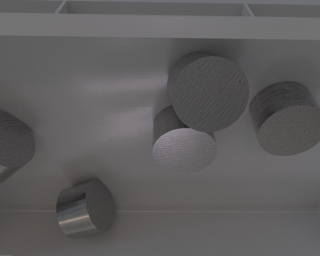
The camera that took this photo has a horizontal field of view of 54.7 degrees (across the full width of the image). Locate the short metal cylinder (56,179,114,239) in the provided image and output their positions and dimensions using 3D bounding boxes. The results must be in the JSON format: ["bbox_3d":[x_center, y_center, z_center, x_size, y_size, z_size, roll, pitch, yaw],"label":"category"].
[{"bbox_3d":[-0.113,0.125,0.478,0.050,0.080,0.080,-19,128,15],"label":"short metal cylinder"}]

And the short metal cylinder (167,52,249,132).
[{"bbox_3d":[0.050,-0.041,0.341,0.081,0.050,0.079,-2,109,-5],"label":"short metal cylinder"}]

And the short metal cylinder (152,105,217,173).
[{"bbox_3d":[0.031,0.014,0.405,0.081,0.050,0.079,0,131,0],"label":"short metal cylinder"}]

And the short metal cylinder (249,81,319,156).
[{"bbox_3d":[0.156,-0.011,0.385,0.081,0.050,0.079,0,130,0],"label":"short metal cylinder"}]

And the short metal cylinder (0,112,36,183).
[{"bbox_3d":[-0.209,0.025,0.392,0.050,0.080,0.080,-34,122,25],"label":"short metal cylinder"}]
